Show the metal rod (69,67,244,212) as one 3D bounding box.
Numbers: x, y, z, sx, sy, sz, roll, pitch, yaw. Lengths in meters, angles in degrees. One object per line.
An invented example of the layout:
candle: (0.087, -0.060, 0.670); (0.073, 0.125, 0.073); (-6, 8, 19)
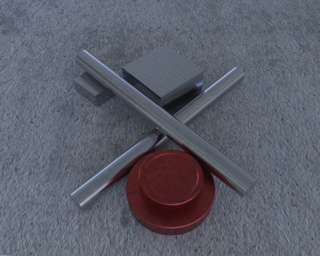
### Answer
metal rod: (0.014, 0.000, 0.407); (0.025, 0.025, 0.302); (37, 59, 26)

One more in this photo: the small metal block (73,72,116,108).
small metal block: (-0.090, -0.063, 0.458); (0.050, 0.025, 0.050); (35, 58, 25)

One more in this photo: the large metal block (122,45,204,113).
large metal block: (0.004, -0.066, 0.445); (0.080, 0.050, 0.080); (-34, 58, -26)

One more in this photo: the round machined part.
round machined part: (0.012, 0.062, 0.341); (0.099, 0.042, 0.098); (0, 50, 0)

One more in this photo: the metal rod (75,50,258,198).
metal rod: (-0.011, -0.020, 0.389); (0.025, 0.025, 0.300); (-36, 59, -27)
